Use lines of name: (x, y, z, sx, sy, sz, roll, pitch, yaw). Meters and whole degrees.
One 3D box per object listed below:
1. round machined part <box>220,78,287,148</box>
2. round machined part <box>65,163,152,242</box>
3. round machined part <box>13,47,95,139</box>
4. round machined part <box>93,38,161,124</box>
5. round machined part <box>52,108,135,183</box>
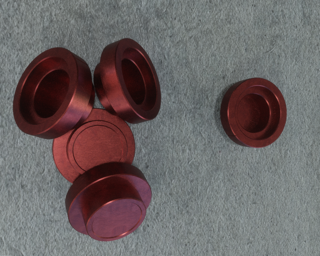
round machined part: (0.129, -0.021, 0.447, 0.099, 0.042, 0.097, 0, 90, -20)
round machined part: (-0.055, 0.091, 0.356, 0.099, 0.042, 0.097, -14, 129, -19)
round machined part: (-0.111, -0.035, 0.340, 0.042, 0.098, 0.098, 28, 79, -55)
round machined part: (-0.041, -0.052, 0.367, 0.098, 0.042, 0.098, 39, 44, -51)
round machined part: (-0.077, 0.025, 0.372, 0.099, 0.042, 0.097, 0, 90, -20)
